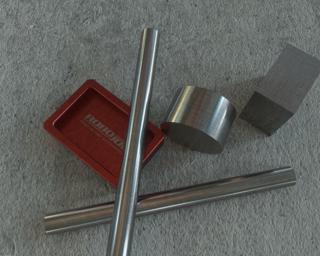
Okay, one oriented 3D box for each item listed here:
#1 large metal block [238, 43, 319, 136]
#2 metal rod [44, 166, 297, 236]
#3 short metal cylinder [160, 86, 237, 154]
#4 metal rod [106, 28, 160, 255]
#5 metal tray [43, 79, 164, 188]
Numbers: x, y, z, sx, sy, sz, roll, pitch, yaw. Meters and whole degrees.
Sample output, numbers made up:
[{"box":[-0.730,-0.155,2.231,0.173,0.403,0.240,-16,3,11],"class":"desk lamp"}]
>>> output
[{"box":[0.153,-0.046,0.398,0.050,0.080,0.080,34,73,11],"class":"large metal block"},{"box":[0.016,0.087,0.376,0.302,0.025,0.025,-10,71,-4],"class":"metal rod"},{"box":[0.047,-0.008,0.383,0.080,0.080,0.050,22,72,7],"class":"short metal cylinder"},{"box":[-0.029,0.011,0.371,0.025,0.025,0.299,6,70,2],"class":"metal rod"},{"box":[-0.071,0.007,0.401,0.130,0.030,0.090,37,74,12],"class":"metal tray"}]
